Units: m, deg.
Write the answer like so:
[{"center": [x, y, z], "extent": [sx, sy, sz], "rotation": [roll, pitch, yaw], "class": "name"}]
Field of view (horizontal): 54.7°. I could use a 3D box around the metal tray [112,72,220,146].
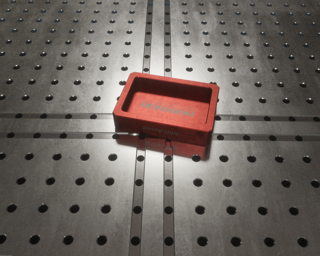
[{"center": [0.011, -0.030, 0.429], "extent": [0.131, 0.030, 0.090], "rotation": [10, 51, 8], "class": "metal tray"}]
